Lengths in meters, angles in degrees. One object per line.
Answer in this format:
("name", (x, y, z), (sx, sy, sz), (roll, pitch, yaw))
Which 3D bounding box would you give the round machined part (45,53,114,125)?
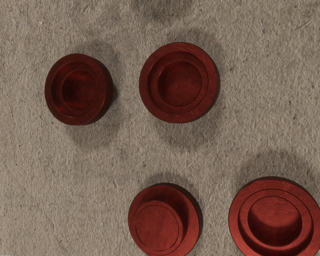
("round machined part", (-0.109, -0.052, 0.437), (0.098, 0.042, 0.097), (0, 90, 19))

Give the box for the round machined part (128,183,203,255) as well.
("round machined part", (0.003, 0.122, 0.398), (0.098, 0.042, 0.097), (0, 90, 19))

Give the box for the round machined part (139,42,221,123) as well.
("round machined part", (0.027, -0.054, 0.390), (0.098, 0.042, 0.097), (0, 90, 19))

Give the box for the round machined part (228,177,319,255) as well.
("round machined part", (0.131, 0.104, 0.354), (0.098, 0.042, 0.097), (0, 90, 19))
